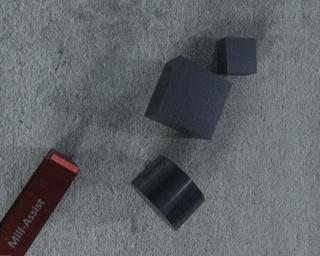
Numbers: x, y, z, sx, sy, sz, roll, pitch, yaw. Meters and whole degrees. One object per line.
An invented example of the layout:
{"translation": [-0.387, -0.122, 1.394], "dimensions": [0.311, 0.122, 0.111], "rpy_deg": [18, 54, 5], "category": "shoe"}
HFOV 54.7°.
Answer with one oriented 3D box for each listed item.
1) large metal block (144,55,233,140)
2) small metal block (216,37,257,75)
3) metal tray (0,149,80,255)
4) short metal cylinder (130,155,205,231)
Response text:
{"translation": [0.037, -0.037, 0.409], "dimensions": [0.080, 0.050, 0.080], "rpy_deg": [25, 82, -19], "category": "large metal block"}
{"translation": [0.111, -0.103, 0.450], "dimensions": [0.050, 0.025, 0.050], "rpy_deg": [-3, 91, -20], "category": "small metal block"}
{"translation": [-0.137, 0.086, 0.324], "dimensions": [0.030, 0.090, 0.130], "rpy_deg": [35, 79, -17], "category": "metal tray"}
{"translation": [0.009, 0.080, 0.383], "dimensions": [0.050, 0.080, 0.080], "rpy_deg": [-43, 104, -15], "category": "short metal cylinder"}
